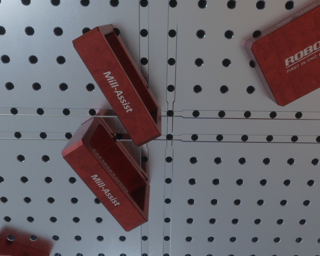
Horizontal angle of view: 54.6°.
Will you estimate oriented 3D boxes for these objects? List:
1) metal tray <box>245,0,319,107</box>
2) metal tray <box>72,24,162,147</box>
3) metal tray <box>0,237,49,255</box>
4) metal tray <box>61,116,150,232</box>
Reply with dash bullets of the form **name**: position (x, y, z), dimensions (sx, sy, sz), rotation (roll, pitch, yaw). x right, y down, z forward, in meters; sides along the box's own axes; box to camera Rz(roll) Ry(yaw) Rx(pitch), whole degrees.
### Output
- **metal tray**: position (0.183, -0.096, 0.377), dimensions (0.130, 0.030, 0.090), rotation (-29, 108, 10)
- **metal tray**: position (-0.042, -0.052, 0.359), dimensions (0.030, 0.090, 0.130), rotation (-27, 108, 10)
- **metal tray**: position (-0.245, 0.246, 0.499), dimensions (0.090, 0.030, 0.129), rotation (23, 108, -9)
- **metal tray**: position (-0.062, 0.056, 0.398), dimensions (0.030, 0.090, 0.130), rotation (-32, 107, 11)
